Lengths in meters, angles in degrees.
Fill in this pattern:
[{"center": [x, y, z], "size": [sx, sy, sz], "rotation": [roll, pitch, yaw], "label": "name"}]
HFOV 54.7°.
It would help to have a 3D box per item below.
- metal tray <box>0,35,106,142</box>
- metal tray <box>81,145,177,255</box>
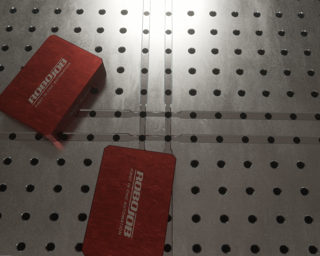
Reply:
[{"center": [-0.147, -0.057, 0.428], "size": [0.090, 0.030, 0.130], "rotation": [28, 72, 9], "label": "metal tray"}, {"center": [-0.034, 0.092, 0.375], "size": [0.091, 0.030, 0.130], "rotation": [8, 70, 2], "label": "metal tray"}]
